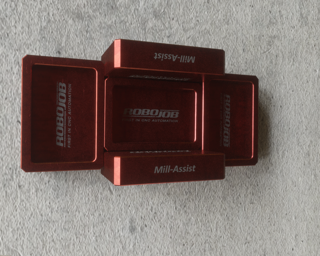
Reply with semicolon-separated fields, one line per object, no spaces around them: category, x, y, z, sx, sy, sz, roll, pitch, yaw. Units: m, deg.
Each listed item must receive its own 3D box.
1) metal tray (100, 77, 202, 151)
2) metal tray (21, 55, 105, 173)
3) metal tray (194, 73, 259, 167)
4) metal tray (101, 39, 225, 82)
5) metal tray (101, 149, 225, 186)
metal tray;-0.010;-0.016;0.405;0.131;0.030;0.089;1;90;-21
metal tray;-0.114;-0.016;0.366;0.091;0.030;0.129;1;90;-21
metal tray;0.095;-0.011;0.444;0.091;0.030;0.129;1;90;-21
metal tray;0.001;-0.076;0.377;0.131;0.090;0.030;0;90;-20
metal tray;0.001;0.044;0.375;0.131;0.090;0.030;0;90;-20
